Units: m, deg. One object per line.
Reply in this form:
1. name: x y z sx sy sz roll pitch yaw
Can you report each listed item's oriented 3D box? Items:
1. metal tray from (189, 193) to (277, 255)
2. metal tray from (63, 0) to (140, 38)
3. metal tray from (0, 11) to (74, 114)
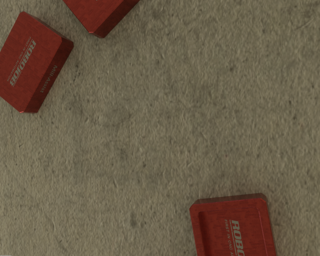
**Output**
1. metal tray: 0.092 0.150 0.373 0.090 0.030 0.129 -11 86 19
2. metal tray: -0.097 -0.205 0.439 0.090 0.030 0.130 -42 77 15
3. metal tray: -0.202 -0.098 0.475 0.090 0.030 0.129 36 101 16
